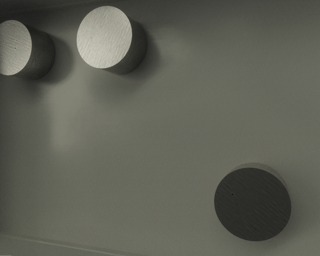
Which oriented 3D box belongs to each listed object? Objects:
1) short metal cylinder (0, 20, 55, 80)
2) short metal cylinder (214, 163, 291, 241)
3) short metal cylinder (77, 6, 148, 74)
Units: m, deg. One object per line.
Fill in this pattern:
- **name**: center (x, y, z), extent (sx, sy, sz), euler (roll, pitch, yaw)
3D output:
- **short metal cylinder**: center (-0.209, -0.116, 0.471), extent (0.080, 0.050, 0.080), euler (0, 90, 20)
- **short metal cylinder**: center (0.107, 0.083, 0.359), extent (0.080, 0.050, 0.080), euler (0, 90, 20)
- **short metal cylinder**: center (-0.064, -0.116, 0.420), extent (0.080, 0.050, 0.080), euler (0, 90, 20)
